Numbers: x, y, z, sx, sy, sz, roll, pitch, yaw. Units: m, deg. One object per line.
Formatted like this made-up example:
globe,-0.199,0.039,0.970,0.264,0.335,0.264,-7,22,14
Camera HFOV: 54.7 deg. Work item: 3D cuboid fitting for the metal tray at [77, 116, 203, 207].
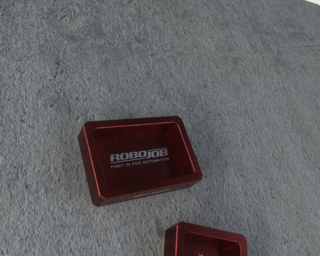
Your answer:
metal tray,-0.022,0.034,0.367,0.131,0.030,0.090,-5,64,-30

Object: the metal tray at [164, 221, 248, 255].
metal tray,0.048,0.172,0.320,0.091,0.030,0.130,18,55,-18
